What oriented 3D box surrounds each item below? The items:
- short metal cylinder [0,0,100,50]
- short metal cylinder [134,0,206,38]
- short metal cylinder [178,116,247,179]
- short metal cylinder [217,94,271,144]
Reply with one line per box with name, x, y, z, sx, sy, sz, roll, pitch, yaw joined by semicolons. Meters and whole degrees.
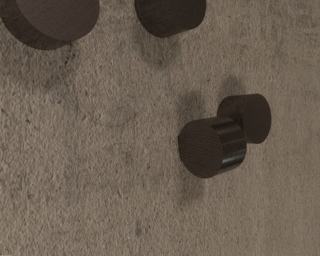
short metal cylinder;-0.107;-0.120;0.300;0.081;0.050;0.079;0;90;-40
short metal cylinder;0.014;-0.163;0.402;0.081;0.050;0.079;0;90;-40
short metal cylinder;0.072;0.025;0.432;0.050;0.080;0.079;-10;97;-40
short metal cylinder;0.138;-0.015;0.507;0.081;0.050;0.079;0;90;-40
